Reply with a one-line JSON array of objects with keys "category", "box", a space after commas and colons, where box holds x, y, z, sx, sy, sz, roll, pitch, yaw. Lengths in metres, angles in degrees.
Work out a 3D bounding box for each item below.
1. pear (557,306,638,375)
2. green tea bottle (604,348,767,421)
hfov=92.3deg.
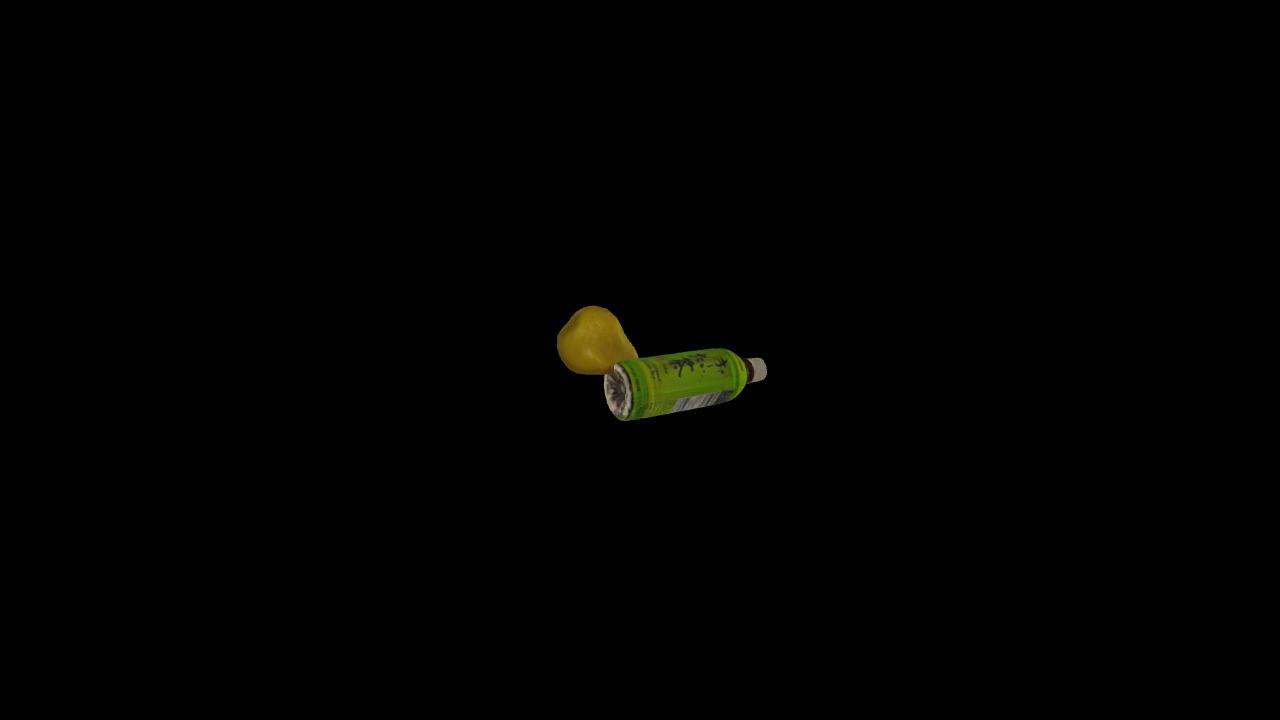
[{"category": "pear", "box": [-0.039, -0.008, 0.702, 0.111, 0.080, 0.080, 41, -14, -17]}, {"category": "green tea bottle", "box": [0.063, 0.025, 0.738, 0.212, 0.073, 0.073, -6, 3, -31]}]
